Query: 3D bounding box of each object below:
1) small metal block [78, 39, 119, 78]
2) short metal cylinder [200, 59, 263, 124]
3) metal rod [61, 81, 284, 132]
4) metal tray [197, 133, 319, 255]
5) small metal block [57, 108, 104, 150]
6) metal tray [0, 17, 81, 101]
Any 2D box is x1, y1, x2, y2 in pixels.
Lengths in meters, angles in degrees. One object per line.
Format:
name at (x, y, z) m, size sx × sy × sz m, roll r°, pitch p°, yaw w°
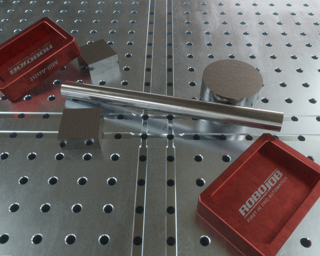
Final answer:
small metal block at (-0.102, -0.114, 0.503) m, size 0.050 × 0.025 × 0.050 m, roll -27°, pitch 55°, yaw -21°
short metal cylinder at (0.098, -0.052, 0.435) m, size 0.080 × 0.050 × 0.080 m, roll 0°, pitch 50°, yaw 0°
metal rod at (0.005, -0.032, 0.416) m, size 0.301 × 0.025 × 0.025 m, roll 10°, pitch 51°, yaw 15°
metal tray at (0.116, 0.072, 0.344) m, size 0.131 × 0.030 × 0.090 m, roll -37°, pitch 59°, yaw -27°
small metal block at (-0.102, 0.001, 0.406) m, size 0.050 × 0.025 × 0.050 m, roll -2°, pitch 50°, yaw -2°
metal tray at (-0.201, -0.110, 0.478) m, size 0.130 × 0.030 × 0.090 m, roll -41°, pitch 60°, yaw -16°
